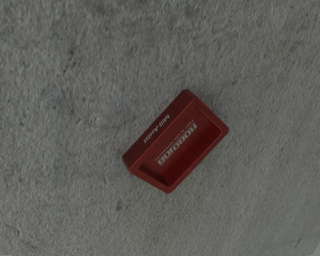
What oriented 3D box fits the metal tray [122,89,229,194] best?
[{"bbox_3d":[0.024,0.022,0.429,0.130,0.030,0.090,-48,129,5],"label":"metal tray"}]
